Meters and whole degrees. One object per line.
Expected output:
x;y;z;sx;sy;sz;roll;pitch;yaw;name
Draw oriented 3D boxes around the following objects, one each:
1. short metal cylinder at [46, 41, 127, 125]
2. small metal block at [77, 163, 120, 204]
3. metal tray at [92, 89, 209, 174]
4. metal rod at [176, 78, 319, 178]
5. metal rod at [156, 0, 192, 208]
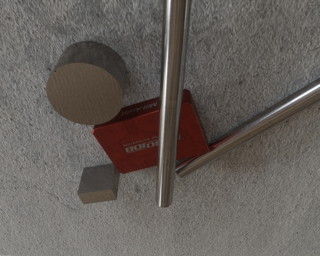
-0.079;-0.050;0.348;0.081;0.050;0.079;0;130;0;short metal cylinder
-0.089;0.082;0.460;0.050;0.050;0.025;-9;130;8;small metal block
-0.010;0.008;0.411;0.130;0.030;0.090;-16;129;13;metal tray
0.141;-0.012;0.397;0.299;0.025;0.025;-34;123;25;metal rod
0.011;-0.007;0.361;0.025;0.025;0.298;1;130;-1;metal rod
